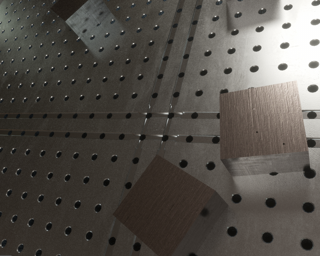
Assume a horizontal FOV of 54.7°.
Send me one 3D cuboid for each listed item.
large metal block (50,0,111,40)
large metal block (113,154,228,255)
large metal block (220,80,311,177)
[{"bbox_3d":[-0.158,-0.234,0.616,0.080,0.050,0.080,-44,51,-3],"label":"large metal block"},{"bbox_3d":[0.012,0.087,0.331,0.080,0.050,0.080,29,77,37],"label":"large metal block"},{"bbox_3d":[0.110,0.003,0.332,0.080,0.050,0.080,-8,58,23],"label":"large metal block"}]
